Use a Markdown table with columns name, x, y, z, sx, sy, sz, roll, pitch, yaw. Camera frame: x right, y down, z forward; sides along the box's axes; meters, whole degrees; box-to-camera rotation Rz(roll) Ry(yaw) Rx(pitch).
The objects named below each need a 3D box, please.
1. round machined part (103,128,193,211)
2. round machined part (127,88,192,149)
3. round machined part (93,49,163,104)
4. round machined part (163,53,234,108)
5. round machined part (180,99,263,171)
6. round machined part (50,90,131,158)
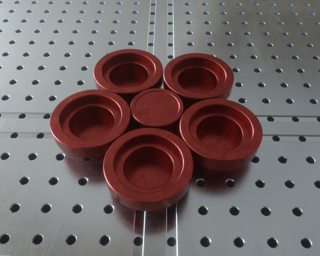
| name | x | y | z | sx | sy | sz | roll | pitch | yaw |
| --- | --- | --- | --- | --- | --- | --- | --- | --- | --- |
| round machined part | -0.013 | 0.050 | 0.354 | 0.099 | 0.042 | 0.098 | 0 | 50 | 0 |
| round machined part | -0.004 | -0.015 | 0.409 | 0.099 | 0.042 | 0.098 | 0 | 50 | 0 |
| round machined part | -0.045 | -0.070 | 0.455 | 0.099 | 0.042 | 0.098 | 0 | 50 | 0 |
| round machined part | 0.054 | -0.062 | 0.449 | 0.099 | 0.042 | 0.098 | 0 | 50 | 0 |
| round machined part | 0.073 | 0.012 | 0.387 | 0.099 | 0.042 | 0.098 | 0 | 50 | 0 |
| round machined part | -0.085 | -0.001 | 0.397 | 0.099 | 0.042 | 0.098 | 0 | 50 | 0 |
